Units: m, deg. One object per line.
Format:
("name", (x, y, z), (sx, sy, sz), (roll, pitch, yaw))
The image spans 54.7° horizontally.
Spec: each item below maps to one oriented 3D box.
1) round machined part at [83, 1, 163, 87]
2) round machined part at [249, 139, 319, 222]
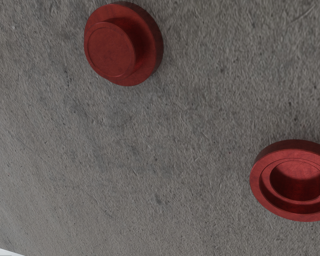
("round machined part", (-0.049, -0.094, 0.364), (0.098, 0.042, 0.097), (13, 124, 21))
("round machined part", (0.154, 0.054, 0.348), (0.098, 0.042, 0.097), (13, 124, 21))
